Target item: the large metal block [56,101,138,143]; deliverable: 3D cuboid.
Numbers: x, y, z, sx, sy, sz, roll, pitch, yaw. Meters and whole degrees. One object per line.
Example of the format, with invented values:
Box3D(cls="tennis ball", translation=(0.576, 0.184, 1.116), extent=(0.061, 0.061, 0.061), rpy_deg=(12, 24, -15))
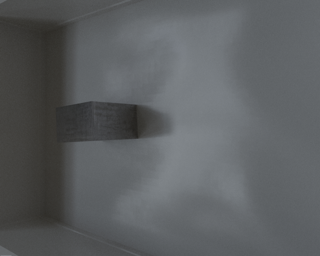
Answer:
Box3D(cls="large metal block", translation=(-0.090, -0.007, 0.442), extent=(0.080, 0.081, 0.050), rpy_deg=(-5, 87, 39))
